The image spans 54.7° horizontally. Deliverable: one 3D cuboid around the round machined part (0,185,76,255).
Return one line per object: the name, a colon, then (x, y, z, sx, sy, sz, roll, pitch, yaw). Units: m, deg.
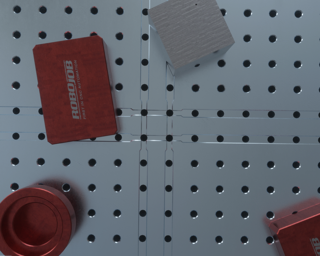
round machined part: (-0.158, 0.122, 0.404, 0.099, 0.042, 0.097, 0, 90, 0)

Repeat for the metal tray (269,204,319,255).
metal tray: (0.214, 0.176, 0.413, 0.090, 0.030, 0.129, -21, 90, 0)

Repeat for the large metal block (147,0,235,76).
large metal block: (0.038, -0.124, 0.401, 0.080, 0.050, 0.080, -25, 90, 0)

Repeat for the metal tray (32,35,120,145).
metal tray: (-0.109, -0.049, 0.410, 0.091, 0.030, 0.129, -9, 90, 0)
